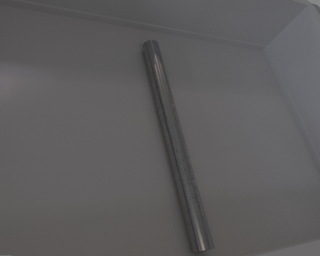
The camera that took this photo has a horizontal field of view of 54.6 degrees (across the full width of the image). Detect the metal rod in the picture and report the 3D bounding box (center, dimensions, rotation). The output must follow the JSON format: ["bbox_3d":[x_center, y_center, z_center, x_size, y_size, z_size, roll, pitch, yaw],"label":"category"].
[{"bbox_3d":[0.017,0.006,0.410,0.025,0.025,0.299,1,61,-28],"label":"metal rod"}]
